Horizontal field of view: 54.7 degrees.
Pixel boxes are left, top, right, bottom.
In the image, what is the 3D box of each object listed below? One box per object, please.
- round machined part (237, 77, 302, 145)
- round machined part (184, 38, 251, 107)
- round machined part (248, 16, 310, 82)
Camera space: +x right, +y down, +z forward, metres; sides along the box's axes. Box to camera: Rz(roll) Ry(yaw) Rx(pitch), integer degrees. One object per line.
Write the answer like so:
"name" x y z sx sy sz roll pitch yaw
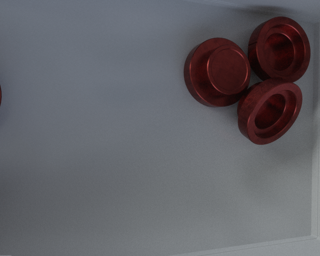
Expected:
"round machined part" 0.151 -0.028 0.444 0.099 0.042 0.097 -15 126 -22
"round machined part" 0.087 -0.079 0.435 0.099 0.042 0.097 0 90 -21
"round machined part" 0.173 -0.113 0.467 0.099 0.042 0.097 0 90 -21
